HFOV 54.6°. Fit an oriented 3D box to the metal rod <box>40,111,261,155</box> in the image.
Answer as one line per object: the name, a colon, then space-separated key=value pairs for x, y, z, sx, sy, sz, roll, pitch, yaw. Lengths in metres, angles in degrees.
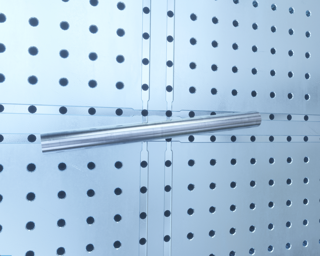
metal rod: x=0.003 y=0.002 z=0.413 sx=0.302 sy=0.025 sz=0.025 roll=-7 pitch=92 yaw=-20
